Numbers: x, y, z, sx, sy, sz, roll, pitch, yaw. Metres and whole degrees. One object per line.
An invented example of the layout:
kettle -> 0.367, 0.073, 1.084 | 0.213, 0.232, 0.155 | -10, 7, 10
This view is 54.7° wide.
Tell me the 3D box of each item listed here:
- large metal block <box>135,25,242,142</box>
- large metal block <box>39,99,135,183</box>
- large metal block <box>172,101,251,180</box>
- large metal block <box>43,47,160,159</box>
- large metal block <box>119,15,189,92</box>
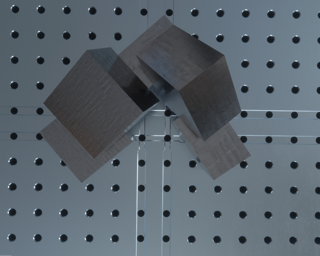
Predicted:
large metal block -> 0.030, -0.046, 0.315 | 0.050, 0.080, 0.080 | -39, 48, -5
large metal block -> -0.090, 0.011, 0.399 | 0.080, 0.050, 0.080 | -39, 91, 0
large metal block -> 0.058, 0.011, 0.385 | 0.050, 0.080, 0.080 | -34, 90, 0
large metal block -> -0.062, -0.028, 0.334 | 0.080, 0.050, 0.080 | -42, 91, 25
large metal block -> -0.009, -0.082, 0.384 | 0.080, 0.080, 0.050 | -41, 91, 0
